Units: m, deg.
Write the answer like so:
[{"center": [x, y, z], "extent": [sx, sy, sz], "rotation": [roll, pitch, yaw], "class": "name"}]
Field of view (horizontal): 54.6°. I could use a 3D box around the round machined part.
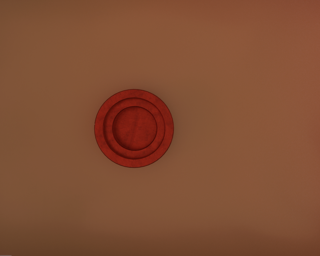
[{"center": [-0.032, 0.000, 0.403], "extent": [0.099, 0.042, 0.097], "rotation": [0, 90, 0], "class": "round machined part"}]
